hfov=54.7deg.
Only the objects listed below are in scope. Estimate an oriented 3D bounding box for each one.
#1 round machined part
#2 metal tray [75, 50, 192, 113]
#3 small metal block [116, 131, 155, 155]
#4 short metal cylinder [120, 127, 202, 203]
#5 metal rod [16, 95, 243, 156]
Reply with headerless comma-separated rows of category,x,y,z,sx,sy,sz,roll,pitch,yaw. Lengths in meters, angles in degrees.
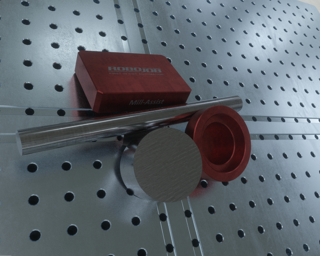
round machined part,0.070,0.021,0.409,0.099,0.042,0.097,5,81,-32
metal tray,-0.035,-0.063,0.408,0.131,0.030,0.090,-5,46,-31
small metal block,-0.025,0.012,0.399,0.050,0.025,0.050,17,55,-19
short metal cylinder,0.000,0.043,0.352,0.081,0.050,0.080,4,79,-22
metal rod,-0.010,-0.011,0.378,0.303,0.025,0.025,-12,68,-33
